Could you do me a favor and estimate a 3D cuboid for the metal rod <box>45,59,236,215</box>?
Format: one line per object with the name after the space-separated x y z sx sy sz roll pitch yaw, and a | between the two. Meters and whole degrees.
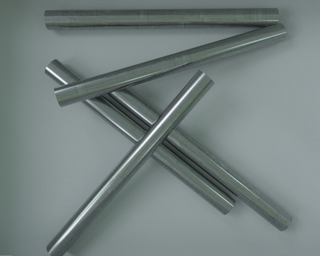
-0.026 0.012 0.410 0.300 0.025 0.025 38 90 -1 | metal rod

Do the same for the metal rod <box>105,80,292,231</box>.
0.049 0.034 0.411 0.300 0.025 0.025 38 90 -1 | metal rod

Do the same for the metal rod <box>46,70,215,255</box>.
-0.041 0.050 0.390 0.025 0.025 0.299 41 97 -1 | metal rod

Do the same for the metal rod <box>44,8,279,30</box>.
0.003 -0.145 0.410 0.302 0.025 0.025 -1 90 -1 | metal rod

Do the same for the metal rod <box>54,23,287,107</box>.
0.019 -0.082 0.395 0.302 0.025 0.025 -18 90 -7 | metal rod
